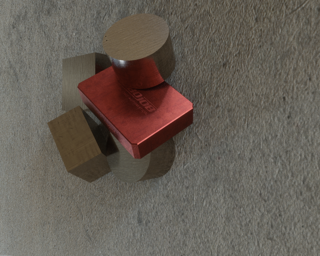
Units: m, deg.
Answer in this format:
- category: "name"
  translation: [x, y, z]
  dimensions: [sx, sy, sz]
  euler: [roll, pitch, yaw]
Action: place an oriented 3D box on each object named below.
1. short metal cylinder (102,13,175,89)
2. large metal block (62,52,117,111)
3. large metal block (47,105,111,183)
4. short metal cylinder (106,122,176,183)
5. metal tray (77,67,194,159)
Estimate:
- category: "short metal cylinder"
  translation: [-0.024, -0.095, 0.384]
  dimensions: [0.080, 0.050, 0.080]
  euler: [-6, 57, 9]
- category: "large metal block"
  translation: [-0.105, -0.066, 0.474]
  dimensions: [0.080, 0.050, 0.080]
  euler: [1, 91, 40]
- category: "large metal block"
  translation: [-0.109, 0.026, 0.452]
  dimensions: [0.050, 0.080, 0.080]
  euler: [-30, 68, -2]
- category: "short metal cylinder"
  translation: [-0.026, 0.030, 0.412]
  dimensions: [0.080, 0.050, 0.080]
  euler: [0, 90, 40]
- category: "metal tray"
  translation: [-0.032, -0.032, 0.392]
  dimensions: [0.130, 0.091, 0.030]
  euler: [43, 156, 31]
